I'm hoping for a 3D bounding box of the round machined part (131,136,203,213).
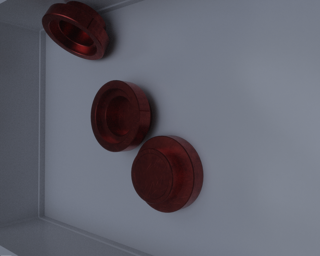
[{"bbox_3d":[0.002,0.059,0.393,0.098,0.042,0.097,0,90,39],"label":"round machined part"}]

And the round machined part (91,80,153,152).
[{"bbox_3d":[-0.049,-0.016,0.434,0.098,0.042,0.097,0,90,39],"label":"round machined part"}]

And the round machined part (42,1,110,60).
[{"bbox_3d":[-0.121,-0.150,0.466,0.098,0.098,0.042,6,64,39],"label":"round machined part"}]
